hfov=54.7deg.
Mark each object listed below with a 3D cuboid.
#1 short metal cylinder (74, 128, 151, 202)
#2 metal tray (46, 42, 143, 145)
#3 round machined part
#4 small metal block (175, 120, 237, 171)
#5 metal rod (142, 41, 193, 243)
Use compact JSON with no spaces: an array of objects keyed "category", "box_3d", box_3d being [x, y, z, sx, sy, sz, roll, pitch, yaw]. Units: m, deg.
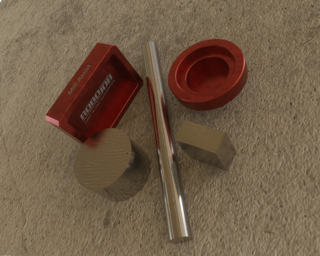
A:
[{"category":"short metal cylinder","box_3d":[-0.059,0.047,0.390,0.080,0.050,0.080,-13,56,20]},{"category":"metal tray","box_3d":[-0.085,-0.041,0.432,0.030,0.090,0.130,20,72,35]},{"category":"round machined part","box_3d":[0.063,-0.063,0.399,0.098,0.042,0.098,-13,56,20]},{"category":"small metal block","box_3d":[0.052,0.020,0.345,0.050,0.050,0.025,18,71,34]},{"category":"metal rod","box_3d":[0.003,-0.005,0.407,0.025,0.025,0.299,-20,54,16]}]
